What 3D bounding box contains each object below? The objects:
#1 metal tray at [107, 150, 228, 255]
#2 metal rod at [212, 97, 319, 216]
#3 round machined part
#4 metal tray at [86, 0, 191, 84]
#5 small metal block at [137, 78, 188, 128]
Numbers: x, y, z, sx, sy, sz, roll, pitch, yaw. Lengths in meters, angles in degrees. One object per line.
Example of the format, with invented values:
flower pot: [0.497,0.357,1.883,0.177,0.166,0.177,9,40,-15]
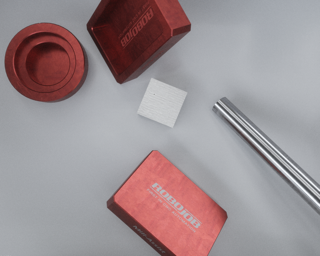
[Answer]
metal tray: [0.012,0.102,0.385,0.130,0.030,0.090,42,53,0]
metal rod: [0.172,0.071,0.358,0.025,0.025,0.300,-42,68,0]
round machined part: [-0.142,-0.081,0.401,0.099,0.042,0.097,0,90,-1]
metal tray: [-0.032,-0.118,0.362,0.030,0.130,0.090,-30,91,-37]
small metal block: [0.003,-0.032,0.411,0.050,0.025,0.050,22,90,-1]
